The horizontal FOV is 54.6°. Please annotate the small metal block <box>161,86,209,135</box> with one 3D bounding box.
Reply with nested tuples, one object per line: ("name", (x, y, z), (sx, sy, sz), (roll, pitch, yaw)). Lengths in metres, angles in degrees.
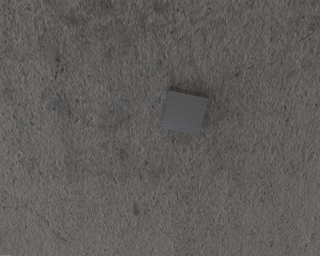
("small metal block", (0.031, -0.023, 0.402), (0.050, 0.025, 0.050), (11, 110, -4))
